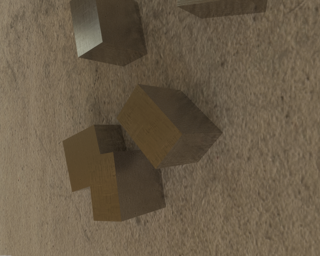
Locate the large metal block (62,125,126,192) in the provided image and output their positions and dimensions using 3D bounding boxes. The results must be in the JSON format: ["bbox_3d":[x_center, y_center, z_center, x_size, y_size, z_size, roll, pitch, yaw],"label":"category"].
[{"bbox_3d":[-0.095,0.045,0.465,0.080,0.050,0.080,-23,76,37],"label":"large metal block"}]

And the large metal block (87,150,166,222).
[{"bbox_3d":[-0.042,0.071,0.402,0.050,0.081,0.080,-13,82,39],"label":"large metal block"}]

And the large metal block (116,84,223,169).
[{"bbox_3d":[0.011,-0.003,0.358,0.080,0.081,0.050,50,119,28],"label":"large metal block"}]

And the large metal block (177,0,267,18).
[{"bbox_3d":[0.070,-0.167,0.330,0.080,0.050,0.079,10,96,39],"label":"large metal block"}]

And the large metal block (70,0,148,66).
[{"bbox_3d":[-0.069,-0.136,0.424,0.050,0.081,0.080,-17,79,38],"label":"large metal block"}]
